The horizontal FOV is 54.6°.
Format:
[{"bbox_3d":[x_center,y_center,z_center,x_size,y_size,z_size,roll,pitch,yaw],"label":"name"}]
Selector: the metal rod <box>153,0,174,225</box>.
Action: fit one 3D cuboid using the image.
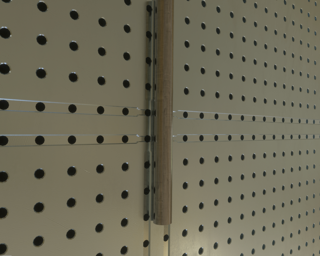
[{"bbox_3d":[0.005,-0.024,0.412,0.025,0.025,0.298,1,90,-40],"label":"metal rod"}]
